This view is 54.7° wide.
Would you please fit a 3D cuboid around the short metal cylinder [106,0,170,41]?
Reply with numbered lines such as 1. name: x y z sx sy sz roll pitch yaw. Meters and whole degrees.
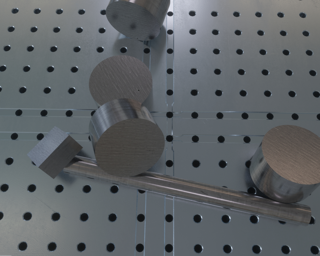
1. short metal cylinder: -0.031 -0.171 0.445 0.080 0.080 0.050 16 71 6

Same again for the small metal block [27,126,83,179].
1. small metal block: -0.132 0.029 0.386 0.050 0.025 0.050 -50 36 -16

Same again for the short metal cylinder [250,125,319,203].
1. short metal cylinder: 0.155 0.043 0.373 0.081 0.050 0.080 2 53 -2

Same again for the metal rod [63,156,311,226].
1. metal rod: 0.030 0.076 0.384 0.302 0.025 0.025 12 71 4

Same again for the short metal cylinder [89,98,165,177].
1. short metal cylinder: -0.041 0.011 0.369 0.080 0.080 0.050 -22 36 -8

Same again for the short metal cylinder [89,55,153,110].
1. short metal cylinder: -0.050 -0.050 0.416 0.081 0.050 0.080 0 70 0
